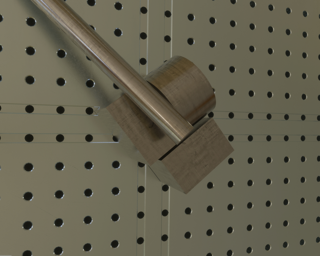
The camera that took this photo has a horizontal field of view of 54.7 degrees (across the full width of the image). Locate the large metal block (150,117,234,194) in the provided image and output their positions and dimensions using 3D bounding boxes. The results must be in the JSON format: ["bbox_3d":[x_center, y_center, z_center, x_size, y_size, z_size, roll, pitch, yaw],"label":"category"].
[{"bbox_3d":[0.032,0.031,0.394,0.080,0.080,0.050,-39,103,-16],"label":"large metal block"}]

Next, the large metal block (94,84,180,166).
[{"bbox_3d":[-0.029,-0.005,0.374,0.050,0.080,0.080,-40,103,-16],"label":"large metal block"}]

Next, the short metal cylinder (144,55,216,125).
[{"bbox_3d":[0.019,-0.037,0.364,0.050,0.080,0.080,-39,103,-16],"label":"short metal cylinder"}]

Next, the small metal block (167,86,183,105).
[{"bbox_3d":[0.015,-0.049,0.420,0.050,0.025,0.050,-43,104,-15],"label":"small metal block"}]

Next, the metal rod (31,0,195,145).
[{"bbox_3d":[-0.080,-0.096,0.328,0.300,0.025,0.025,45,75,7],"label":"metal rod"}]
